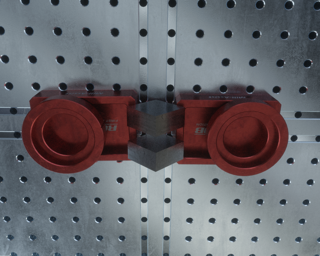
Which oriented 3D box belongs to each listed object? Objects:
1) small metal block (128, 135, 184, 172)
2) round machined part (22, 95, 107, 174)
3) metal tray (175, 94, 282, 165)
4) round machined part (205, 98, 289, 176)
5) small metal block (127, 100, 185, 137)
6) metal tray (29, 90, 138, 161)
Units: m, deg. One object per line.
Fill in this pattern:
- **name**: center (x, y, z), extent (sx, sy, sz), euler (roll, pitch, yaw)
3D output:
- **small metal block**: center (-0.005, 0.028, 0.394), extent (0.050, 0.050, 0.025), euler (19, 117, 41)
- **round machined part**: center (-0.117, 0.005, 0.392), extent (0.099, 0.042, 0.097), euler (0, 110, 0)
- **metal tray**: center (0.086, 0.003, 0.413), extent (0.131, 0.030, 0.089), euler (1, 110, -1)
- **round machined part**: center (0.107, 0.008, 0.395), extent (0.099, 0.042, 0.097), euler (0, 110, 0)
- **small metal block**: center (-0.005, -0.014, 0.380), extent (0.050, 0.050, 0.025), euler (19, 117, 41)
- **metal tray**: center (-0.095, -0.002, 0.410), extent (0.131, 0.030, 0.089), euler (-1, 112, 0)
